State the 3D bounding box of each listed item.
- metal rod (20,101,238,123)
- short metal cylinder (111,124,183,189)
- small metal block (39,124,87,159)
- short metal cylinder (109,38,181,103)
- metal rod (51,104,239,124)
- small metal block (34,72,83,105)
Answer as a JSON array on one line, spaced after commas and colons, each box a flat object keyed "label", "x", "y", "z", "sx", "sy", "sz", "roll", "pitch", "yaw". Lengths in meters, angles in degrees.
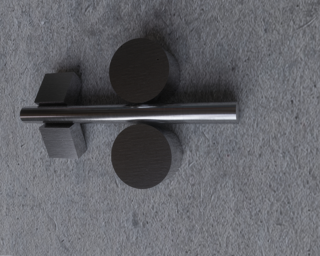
[{"label": "metal rod", "x": -0.054, "y": -0.019, "z": 0.403, "sx": 0.301, "sy": 0.025, "sz": 0.025, "roll": 0, "pitch": 90, "yaw": 20}, {"label": "short metal cylinder", "x": -0.015, "y": 0.035, "z": 0.402, "sx": 0.080, "sy": 0.050, "sz": 0.079, "roll": 0, "pitch": 90, "yaw": 20}, {"label": "small metal block", "x": -0.139, "y": 0.016, "z": 0.449, "sx": 0.050, "sy": 0.025, "sz": 0.050, "roll": 1, "pitch": 117, "yaw": 19}, {"label": "short metal cylinder", "x": -0.018, "y": -0.071, "z": 0.403, "sx": 0.080, "sy": 0.050, "sz": 0.079, "roll": 0, "pitch": 90, "yaw": 20}, {"label": "metal rod", "x": -0.046, "y": -0.018, "z": 0.426, "sx": 0.301, "sy": 0.025, "sz": 0.025, "roll": 0, "pitch": 90, "yaw": 19}, {"label": "small metal block", "x": -0.147, "y": -0.053, "z": 0.452, "sx": 0.050, "sy": 0.025, "sz": 0.050, "roll": 0, "pitch": 63, "yaw": 20}]
